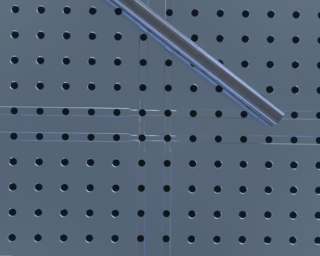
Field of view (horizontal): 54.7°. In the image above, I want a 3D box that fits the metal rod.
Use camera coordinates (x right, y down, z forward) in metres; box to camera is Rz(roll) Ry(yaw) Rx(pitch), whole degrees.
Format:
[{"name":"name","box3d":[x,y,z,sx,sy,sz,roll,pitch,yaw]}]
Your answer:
[{"name":"metal rod","box3d":[0.039,-0.104,0.413,0.300,0.025,0.025,38,90,-1]}]
